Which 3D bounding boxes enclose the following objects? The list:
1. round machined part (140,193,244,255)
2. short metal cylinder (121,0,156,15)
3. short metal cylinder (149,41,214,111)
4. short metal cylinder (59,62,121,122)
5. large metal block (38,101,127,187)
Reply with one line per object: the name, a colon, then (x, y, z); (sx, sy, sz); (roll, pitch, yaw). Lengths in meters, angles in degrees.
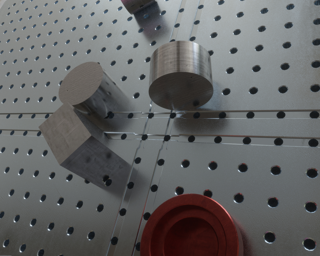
round machined part: (0.033, 0.119, 0.307); (0.098, 0.042, 0.098); (-13, 56, 21)
short metal cylinder: (-0.047, -0.251, 0.552); (0.050, 0.080, 0.080); (-24, 53, 14)
short metal cylinder: (0.027, -0.065, 0.399); (0.080, 0.080, 0.050); (-12, 57, 21)
short metal cylinder: (-0.109, -0.056, 0.484); (0.080, 0.050, 0.080); (-13, 56, 21)
large metal block: (-0.103, 0.022, 0.413); (0.050, 0.080, 0.080); (-44, 51, -2)
